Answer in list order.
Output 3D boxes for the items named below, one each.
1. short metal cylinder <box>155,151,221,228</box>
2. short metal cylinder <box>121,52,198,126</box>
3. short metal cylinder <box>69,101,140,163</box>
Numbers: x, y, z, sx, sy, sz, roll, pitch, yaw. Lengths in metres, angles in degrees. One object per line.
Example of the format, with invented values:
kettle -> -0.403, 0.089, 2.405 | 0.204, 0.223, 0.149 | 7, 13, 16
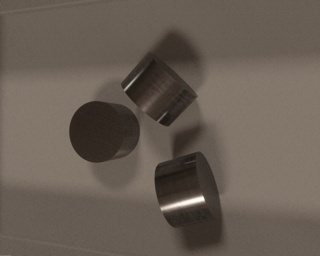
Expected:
short metal cylinder -> 0.034, 0.073, 0.369 | 0.050, 0.080, 0.080 | -19, 84, 19
short metal cylinder -> 0.000, -0.048, 0.381 | 0.080, 0.080, 0.050 | 47, 104, 14
short metal cylinder -> -0.074, 0.005, 0.422 | 0.080, 0.050, 0.079 | 0, 90, 19
